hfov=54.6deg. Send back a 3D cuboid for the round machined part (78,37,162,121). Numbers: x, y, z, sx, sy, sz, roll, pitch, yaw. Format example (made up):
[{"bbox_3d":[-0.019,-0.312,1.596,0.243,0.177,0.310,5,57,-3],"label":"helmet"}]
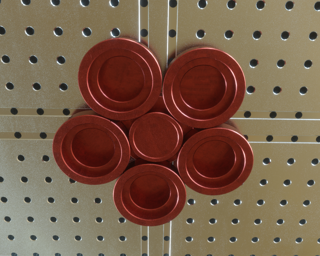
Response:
[{"bbox_3d":[-0.047,-0.062,0.381,0.099,0.042,0.097,0,110,0],"label":"round machined part"}]

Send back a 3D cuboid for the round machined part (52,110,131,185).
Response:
[{"bbox_3d":[-0.087,0.023,0.411,0.099,0.042,0.097,0,110,0],"label":"round machined part"}]

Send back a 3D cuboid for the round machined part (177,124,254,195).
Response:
[{"bbox_3d":[0.071,0.038,0.419,0.099,0.042,0.097,0,110,0],"label":"round machined part"}]

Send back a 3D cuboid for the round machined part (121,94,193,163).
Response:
[{"bbox_3d":[-0.005,0.006,0.406,0.099,0.042,0.097,0,110,0],"label":"round machined part"}]

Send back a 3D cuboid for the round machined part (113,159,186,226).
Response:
[{"bbox_3d":[-0.014,0.085,0.435,0.099,0.042,0.097,0,110,0],"label":"round machined part"}]

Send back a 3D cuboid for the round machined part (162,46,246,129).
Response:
[{"bbox_3d":[0.052,-0.052,0.385,0.099,0.042,0.097,0,110,0],"label":"round machined part"}]
